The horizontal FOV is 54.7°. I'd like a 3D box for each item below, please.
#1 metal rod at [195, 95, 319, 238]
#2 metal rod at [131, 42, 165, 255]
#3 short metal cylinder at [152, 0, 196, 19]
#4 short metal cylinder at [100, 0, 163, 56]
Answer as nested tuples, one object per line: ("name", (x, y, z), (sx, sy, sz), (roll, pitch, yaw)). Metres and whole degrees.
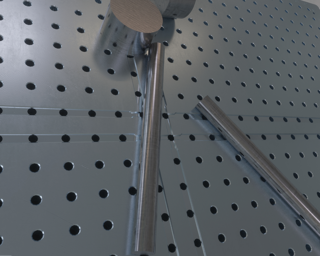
("metal rod", (0.164, 0.068, 0.454), (0.300, 0.025, 0.025), (47, 51, 5))
("metal rod", (-0.011, 0.003, 0.400), (0.025, 0.025, 0.300), (16, 55, -20))
("short metal cylinder", (0.018, -0.228, 0.521), (0.050, 0.080, 0.080), (-7, 66, -31))
("short metal cylinder", (-0.043, -0.155, 0.464), (0.081, 0.050, 0.080), (14, 56, -21))
